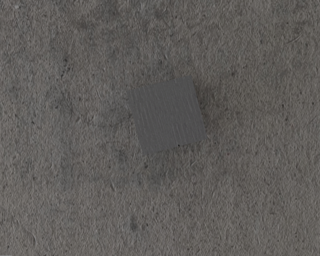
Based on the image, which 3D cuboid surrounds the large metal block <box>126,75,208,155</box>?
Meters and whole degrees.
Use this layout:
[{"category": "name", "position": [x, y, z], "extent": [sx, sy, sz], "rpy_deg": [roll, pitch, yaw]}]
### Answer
[{"category": "large metal block", "position": [0.009, -0.016, 0.398], "extent": [0.080, 0.050, 0.080], "rpy_deg": [-14, 90, 0]}]
